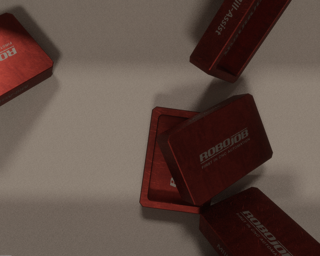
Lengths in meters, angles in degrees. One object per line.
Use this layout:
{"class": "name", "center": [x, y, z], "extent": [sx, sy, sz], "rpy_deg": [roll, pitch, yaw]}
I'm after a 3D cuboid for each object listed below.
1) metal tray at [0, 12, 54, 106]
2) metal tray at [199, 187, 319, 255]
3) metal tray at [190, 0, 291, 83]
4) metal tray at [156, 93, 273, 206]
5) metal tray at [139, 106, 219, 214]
{"class": "metal tray", "center": [-0.211, -0.074, 0.376], "extent": [0.131, 0.030, 0.090], "rpy_deg": [-41, 92, -29]}
{"class": "metal tray", "center": [0.117, 0.132, 0.352], "extent": [0.091, 0.130, 0.030], "rpy_deg": [-18, 127, -22]}
{"class": "metal tray", "center": [0.097, -0.119, 0.360], "extent": [0.030, 0.091, 0.129], "rpy_deg": [41, 110, 26]}
{"class": "metal tray", "center": [0.071, 0.023, 0.378], "extent": [0.131, 0.030, 0.090], "rpy_deg": [-27, 101, -23]}
{"class": "metal tray", "center": [0.027, 0.042, 0.409], "extent": [0.091, 0.030, 0.129], "rpy_deg": [8, 90, -1]}
